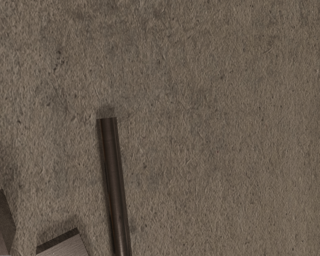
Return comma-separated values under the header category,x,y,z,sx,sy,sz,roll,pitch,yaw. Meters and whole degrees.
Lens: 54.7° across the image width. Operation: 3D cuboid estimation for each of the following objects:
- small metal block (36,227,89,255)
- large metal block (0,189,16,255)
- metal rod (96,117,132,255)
category,x,y,z,sx,sy,sz,roll,pitch,yaw
small metal block,-0.112,0.156,0.368,0.050,0.025,0.050,-23,98,-19
large metal block,-0.196,0.105,0.307,0.081,0.080,0.050,-17,96,-20
metal rod,-0.051,0.136,0.391,0.025,0.025,0.298,-7,93,-20
